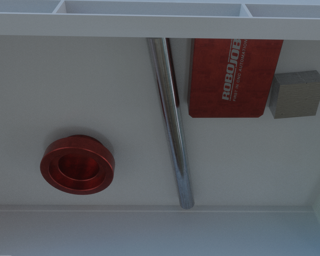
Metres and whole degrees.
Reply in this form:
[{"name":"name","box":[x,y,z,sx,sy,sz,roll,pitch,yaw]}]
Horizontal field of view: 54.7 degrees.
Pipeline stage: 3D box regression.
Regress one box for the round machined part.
[{"name":"round machined part","box":[-0.113,0.048,0.437,0.099,0.042,0.097,-1,130,0]}]

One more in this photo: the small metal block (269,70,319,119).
[{"name":"small metal block","box":[0.165,-0.040,0.378,0.050,0.025,0.050,-5,130,3]}]

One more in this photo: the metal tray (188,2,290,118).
[{"name":"metal tray","box":[0.080,-0.071,0.347,0.091,0.030,0.129,0,130,-1]}]

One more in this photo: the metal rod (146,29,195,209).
[{"name":"metal rod","box":[0.021,0.013,0.420,0.025,0.025,0.298,-7,130,6]}]
